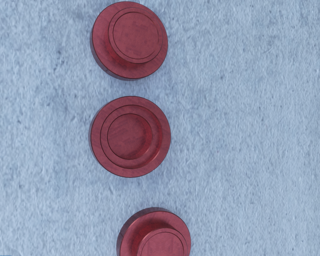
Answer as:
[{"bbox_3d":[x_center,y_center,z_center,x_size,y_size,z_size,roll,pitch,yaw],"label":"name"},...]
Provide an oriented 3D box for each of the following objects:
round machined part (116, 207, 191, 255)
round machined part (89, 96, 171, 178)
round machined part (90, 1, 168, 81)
[{"bbox_3d":[-0.004,0.156,0.400,0.099,0.042,0.097,0,90,-21],"label":"round machined part"},{"bbox_3d":[-0.040,0.010,0.386,0.099,0.042,0.097,0,90,-21],"label":"round machined part"},{"bbox_3d":[-0.035,-0.110,0.388,0.099,0.042,0.097,0,90,-21],"label":"round machined part"}]
